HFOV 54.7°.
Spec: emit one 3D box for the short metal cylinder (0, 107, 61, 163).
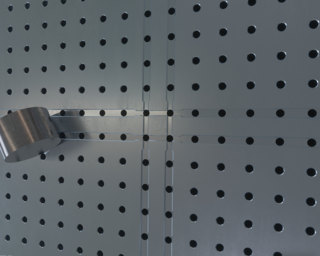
[{"bbox_3d":[-0.193,0.010,0.452,0.080,0.080,0.050,-30,81,17],"label":"short metal cylinder"}]
